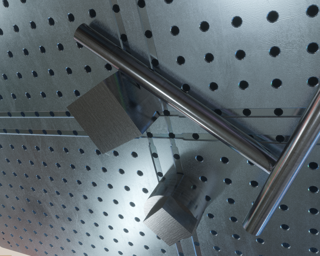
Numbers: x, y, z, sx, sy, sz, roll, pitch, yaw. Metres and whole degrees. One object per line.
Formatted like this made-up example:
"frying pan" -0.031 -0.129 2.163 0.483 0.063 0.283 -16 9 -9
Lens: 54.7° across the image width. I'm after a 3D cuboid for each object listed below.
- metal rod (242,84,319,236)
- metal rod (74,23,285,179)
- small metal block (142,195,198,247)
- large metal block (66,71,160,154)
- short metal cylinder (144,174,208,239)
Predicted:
"metal rod" 0.151 -0.002 0.308 0.025 0.025 0.298 24 120 13
"metal rod" 0.023 -0.035 0.377 0.301 0.025 0.025 35 129 4
"small metal block" 0.013 0.126 0.417 0.050 0.025 0.050 42 129 -1
"large metal block" -0.063 -0.022 0.415 0.080 0.050 0.080 -26 104 37
"short metal cylinder" 0.024 0.114 0.453 0.080 0.050 0.079 13 124 21
